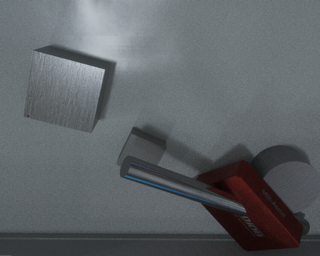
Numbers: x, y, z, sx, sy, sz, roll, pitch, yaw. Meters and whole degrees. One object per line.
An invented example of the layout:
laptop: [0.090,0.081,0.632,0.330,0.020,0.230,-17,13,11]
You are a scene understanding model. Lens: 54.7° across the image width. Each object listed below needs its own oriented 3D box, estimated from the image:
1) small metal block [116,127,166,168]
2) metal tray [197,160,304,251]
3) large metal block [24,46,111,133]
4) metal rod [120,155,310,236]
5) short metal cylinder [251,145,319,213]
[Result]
small metal block: [-0.025,0.034,0.424,0.050,0.025,0.050,24,108,-9]
metal tray: [0.116,0.110,0.419,0.130,0.030,0.090,48,138,-10]
large metal block: [-0.111,-0.048,0.379,0.081,0.050,0.079,14,109,-6]
metal rod: [0.088,0.095,0.399,0.302,0.025,0.025,23,109,-25]
short metal cylinder: [0.170,0.070,0.426,0.081,0.050,0.079,0,110,-1]
